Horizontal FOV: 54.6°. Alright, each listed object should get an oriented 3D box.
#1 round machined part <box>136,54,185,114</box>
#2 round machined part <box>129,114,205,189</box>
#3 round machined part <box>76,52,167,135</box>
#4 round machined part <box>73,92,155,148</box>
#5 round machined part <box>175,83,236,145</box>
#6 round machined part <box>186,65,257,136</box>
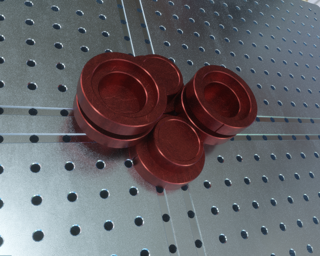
[{"bbox_3d":[-0.007,-0.063,0.431,0.099,0.042,0.098,13,56,-21],"label":"round machined part"},{"bbox_3d":[0.015,0.024,0.389,0.099,0.042,0.098,13,56,-21],"label":"round machined part"},{"bbox_3d":[-0.045,-0.035,0.352,0.099,0.042,0.098,13,56,-21],"label":"round machined part"},{"bbox_3d":[-0.056,-0.019,0.378,0.099,0.042,0.098,13,56,-21],"label":"round machined part"},{"bbox_3d":[0.064,-0.019,0.442,0.099,0.042,0.098,13,56,-21],"label":"round machined part"},{"bbox_3d":[0.078,-0.033,0.417,0.099,0.042,0.098,13,56,-21],"label":"round machined part"}]
